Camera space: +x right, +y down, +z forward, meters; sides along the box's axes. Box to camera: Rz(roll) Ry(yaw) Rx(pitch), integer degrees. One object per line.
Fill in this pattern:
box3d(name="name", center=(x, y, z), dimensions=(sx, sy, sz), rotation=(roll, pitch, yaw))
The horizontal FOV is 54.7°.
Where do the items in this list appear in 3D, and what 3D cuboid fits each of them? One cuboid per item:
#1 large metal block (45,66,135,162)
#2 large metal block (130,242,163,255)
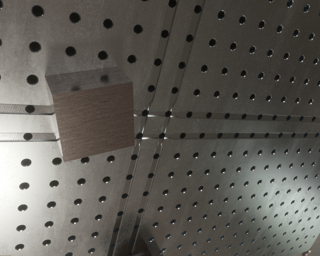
box3d(name="large metal block", center=(-0.076, -0.017, 0.344), dimensions=(0.081, 0.050, 0.079), rotation=(-13, 124, -22))
box3d(name="large metal block", center=(-0.025, 0.258, 0.524), dimensions=(0.080, 0.080, 0.050), rotation=(-43, 130, 1))
